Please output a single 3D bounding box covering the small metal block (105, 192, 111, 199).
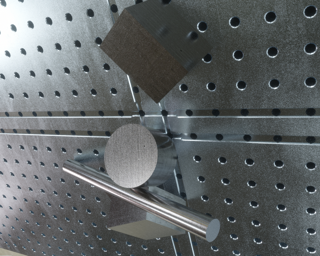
[{"bbox_3d":[-0.065,0.093,0.501,0.050,0.025,0.050,-29,103,37],"label":"small metal block"}]

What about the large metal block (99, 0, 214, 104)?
[{"bbox_3d":[-0.001,-0.084,0.323,0.080,0.080,0.050,45,129,-3],"label":"large metal block"}]

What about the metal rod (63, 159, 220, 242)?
[{"bbox_3d":[-0.050,0.086,0.429,0.300,0.025,0.025,11,125,44],"label":"metal rod"}]

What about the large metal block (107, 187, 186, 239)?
[{"bbox_3d":[-0.019,0.127,0.460,0.080,0.050,0.080,-24,138,36],"label":"large metal block"}]

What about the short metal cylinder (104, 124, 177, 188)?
[{"bbox_3d":[-0.025,0.037,0.405,0.080,0.050,0.080,-5,79,29],"label":"short metal cylinder"}]
